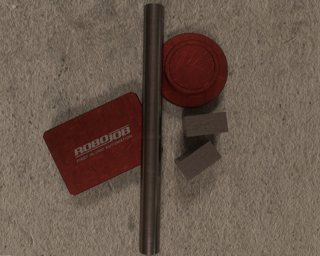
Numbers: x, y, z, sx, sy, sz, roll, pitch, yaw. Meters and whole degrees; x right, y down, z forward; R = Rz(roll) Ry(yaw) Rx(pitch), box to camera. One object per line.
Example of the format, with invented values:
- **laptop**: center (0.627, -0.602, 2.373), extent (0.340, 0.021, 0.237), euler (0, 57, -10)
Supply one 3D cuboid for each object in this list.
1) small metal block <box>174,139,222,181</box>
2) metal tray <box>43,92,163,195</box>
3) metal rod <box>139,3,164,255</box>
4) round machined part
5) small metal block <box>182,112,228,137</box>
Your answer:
- **small metal block**: center (0.047, 0.040, 0.398), extent (0.050, 0.050, 0.025), euler (-36, 90, 0)
- **metal tray**: center (-0.072, 0.019, 0.407), extent (0.131, 0.030, 0.090), euler (-25, 90, -1)
- **metal rod**: center (-0.010, 0.001, 0.379), extent (0.025, 0.025, 0.298), euler (1, 90, -1)
- **round machined part**: center (0.040, -0.075, 0.402), extent (0.099, 0.042, 0.097), euler (0, 90, -1)
- **small metal block**: center (0.056, -0.005, 0.398), extent (0.050, 0.050, 0.025), euler (-7, 90, 0)
